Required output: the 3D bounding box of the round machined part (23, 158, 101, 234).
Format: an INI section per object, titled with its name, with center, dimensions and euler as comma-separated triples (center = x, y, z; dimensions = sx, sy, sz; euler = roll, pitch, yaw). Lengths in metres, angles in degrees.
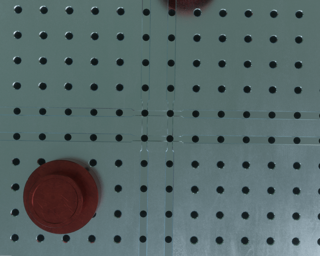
[round machined part]
center = -0.130, 0.090, 0.404
dimensions = 0.099, 0.042, 0.097
euler = 0, 90, 0
